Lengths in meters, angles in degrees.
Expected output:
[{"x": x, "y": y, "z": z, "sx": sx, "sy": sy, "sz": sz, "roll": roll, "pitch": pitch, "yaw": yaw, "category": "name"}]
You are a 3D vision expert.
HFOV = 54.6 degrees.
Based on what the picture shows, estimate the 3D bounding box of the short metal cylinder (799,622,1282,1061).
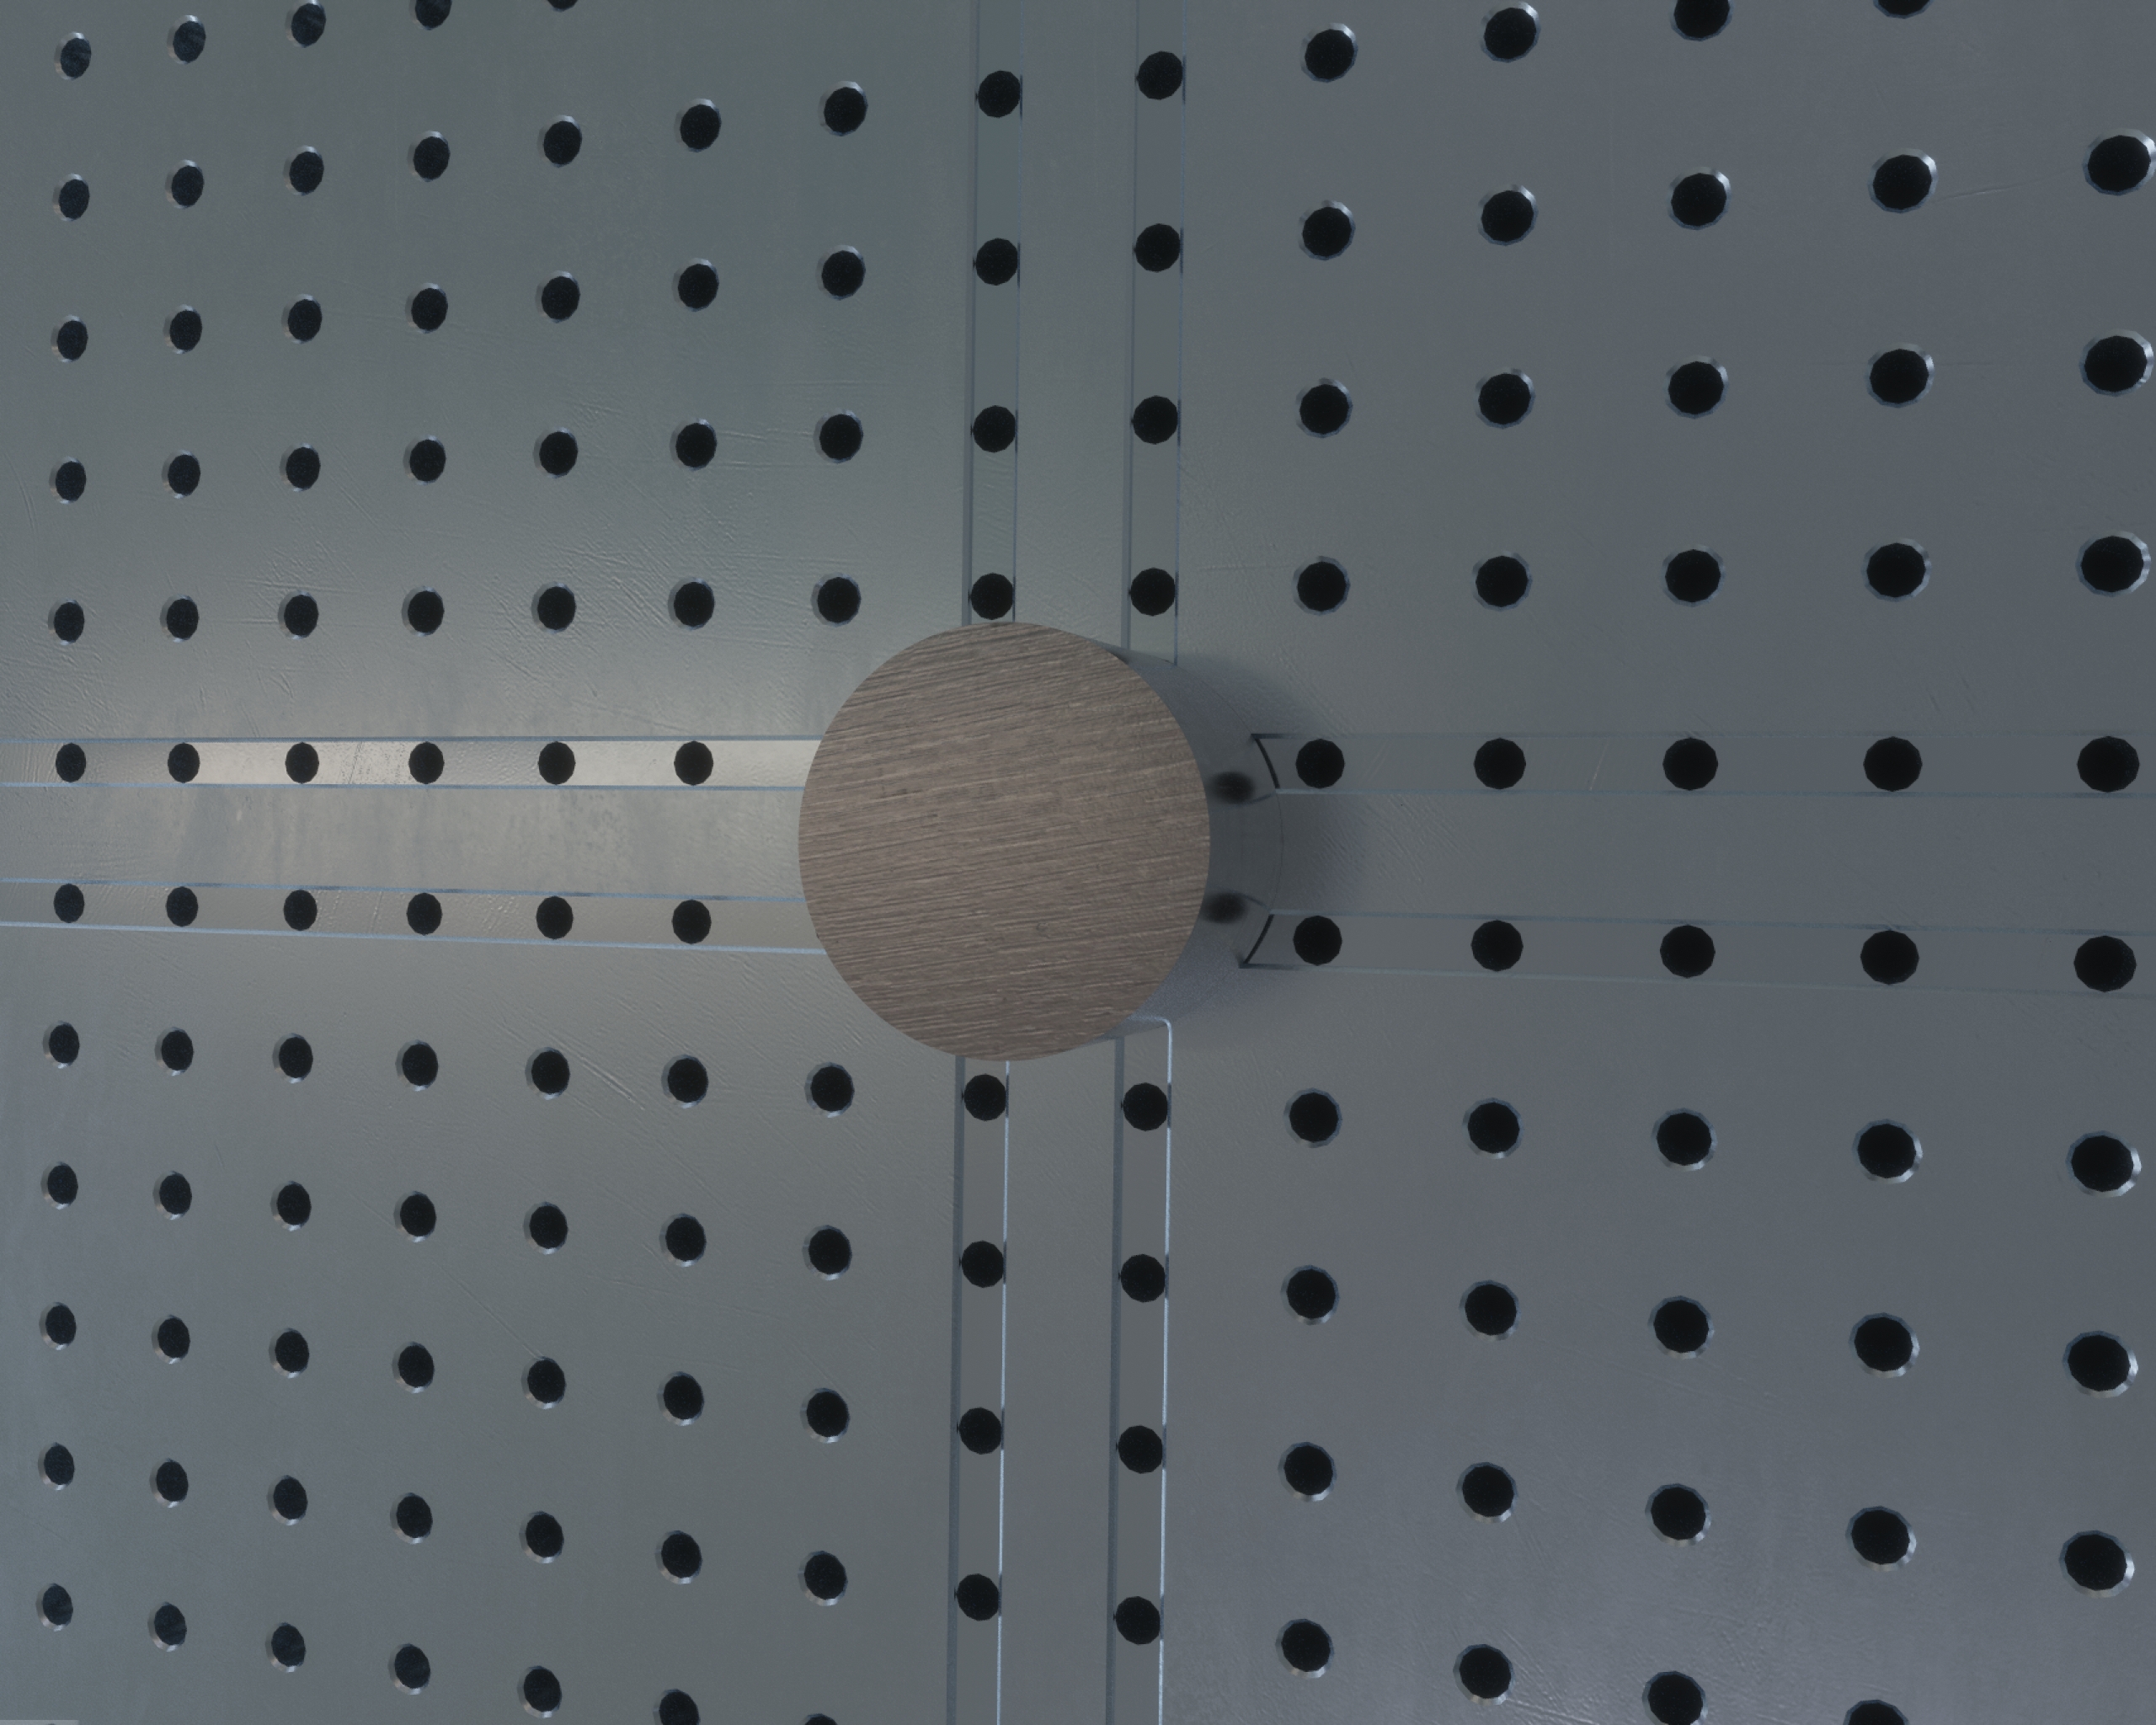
[{"x": -0.006, "y": -0.004, "z": 0.402, "sx": 0.080, "sy": 0.050, "sz": 0.080, "roll": 0, "pitch": 90, "yaw": 20, "category": "short metal cylinder"}]
